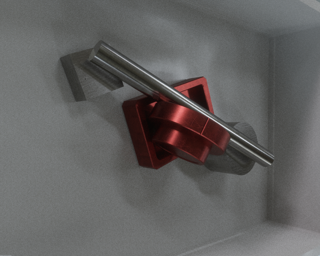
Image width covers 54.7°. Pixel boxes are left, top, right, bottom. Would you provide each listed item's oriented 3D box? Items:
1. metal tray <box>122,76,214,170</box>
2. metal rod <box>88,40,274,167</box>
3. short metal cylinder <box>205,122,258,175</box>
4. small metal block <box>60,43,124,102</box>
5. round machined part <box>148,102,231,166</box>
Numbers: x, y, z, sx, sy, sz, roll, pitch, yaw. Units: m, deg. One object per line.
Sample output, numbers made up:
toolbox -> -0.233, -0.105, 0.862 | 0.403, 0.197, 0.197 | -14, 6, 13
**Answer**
metal tray -> 0.019, -0.011, 0.419 | 0.131, 0.030, 0.089 | -25, 106, -38
metal rod -> 0.048, -0.016, 0.393 | 0.301, 0.025, 0.025 | 29, 72, -30
short metal cylinder -> 0.108, 0.031, 0.482 | 0.081, 0.050, 0.079 | 0, 90, -40
small metal block -> -0.074, -0.061, 0.343 | 0.050, 0.025, 0.050 | -28, 108, -37
round machined part -> 0.029, 0.011, 0.367 | 0.098, 0.098, 0.042 | 34, 77, -35
